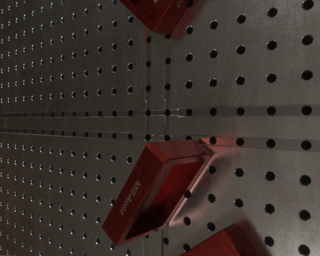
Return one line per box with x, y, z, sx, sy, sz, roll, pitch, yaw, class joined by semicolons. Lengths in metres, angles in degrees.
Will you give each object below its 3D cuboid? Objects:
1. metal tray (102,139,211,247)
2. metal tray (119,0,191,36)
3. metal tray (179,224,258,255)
-0.003;0.075;0.367;0.030;0.091;0.129;43;115;31;metal tray
0.009;-0.198;0.396;0.090;0.030;0.129;50;119;28;metal tray
0.060;0.181;0.356;0.129;0.030;0.090;-44;64;30;metal tray
